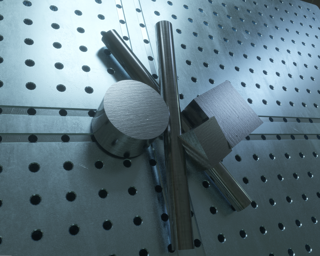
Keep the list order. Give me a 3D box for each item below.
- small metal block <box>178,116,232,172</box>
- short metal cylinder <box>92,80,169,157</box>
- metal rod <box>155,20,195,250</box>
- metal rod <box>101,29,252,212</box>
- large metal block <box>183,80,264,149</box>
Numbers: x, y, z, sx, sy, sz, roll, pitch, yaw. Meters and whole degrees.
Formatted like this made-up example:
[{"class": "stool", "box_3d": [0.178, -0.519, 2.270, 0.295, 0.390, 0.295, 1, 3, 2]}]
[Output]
[{"class": "small metal block", "box_3d": [0.057, 0.019, 0.382, 0.050, 0.025, 0.050, -30, 93, -46]}, {"class": "short metal cylinder", "box_3d": [-0.036, -0.011, 0.375, 0.081, 0.050, 0.080, 14, 56, -21]}, {"class": "metal rod", "box_3d": [0.015, -0.007, 0.391, 0.025, 0.025, 0.299, 6, 67, -25]}, {"class": "metal rod", "box_3d": [0.018, -0.015, 0.423, 0.025, 0.025, 0.300, -32, 80, -38]}, {"class": "large metal block", "box_3d": [0.085, -0.011, 0.439, 0.081, 0.050, 0.080, -31, 79, -38]}]
